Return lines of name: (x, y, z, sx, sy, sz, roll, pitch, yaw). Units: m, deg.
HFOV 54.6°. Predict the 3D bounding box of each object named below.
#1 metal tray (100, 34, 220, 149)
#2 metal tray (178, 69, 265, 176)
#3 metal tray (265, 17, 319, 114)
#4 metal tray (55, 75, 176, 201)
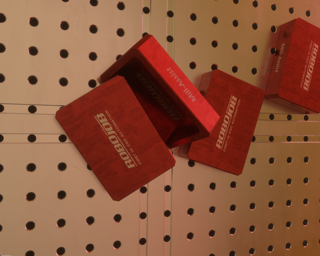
metal tray: (-0.002, -0.036, 0.374, 0.130, 0.090, 0.030, 48, 54, -14)
metal tray: (0.089, -0.007, 0.443, 0.090, 0.030, 0.130, 20, 83, -19)
metal tray: (0.226, -0.096, 0.492, 0.091, 0.030, 0.130, 17, 84, -19)
metal tray: (-0.051, 0.012, 0.378, 0.090, 0.030, 0.130, -32, 103, -4)
